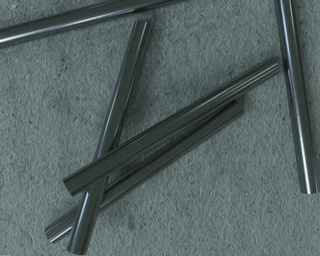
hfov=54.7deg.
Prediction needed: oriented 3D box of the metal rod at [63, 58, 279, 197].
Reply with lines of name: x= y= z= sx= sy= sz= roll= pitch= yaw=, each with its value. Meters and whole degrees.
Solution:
metal rod: x=0.022 y=-0.007 z=0.384 sx=0.301 sy=0.025 sz=0.025 roll=-31 pitch=90 yaw=-11

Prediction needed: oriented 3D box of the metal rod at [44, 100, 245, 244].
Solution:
metal rod: x=-0.019 y=0.057 z=0.409 sx=0.301 sy=0.025 sz=0.025 roll=-34 pitch=90 yaw=-1

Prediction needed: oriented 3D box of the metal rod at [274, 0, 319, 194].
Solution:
metal rod: x=0.180 y=-0.063 z=0.412 sx=0.025 sy=0.025 sz=0.298 roll=-8 pitch=90 yaw=0

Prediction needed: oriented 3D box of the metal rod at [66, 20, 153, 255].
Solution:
metal rod: x=-0.062 y=0.007 z=0.393 sx=0.025 sy=0.025 sz=0.299 roll=16 pitch=84 yaw=-1

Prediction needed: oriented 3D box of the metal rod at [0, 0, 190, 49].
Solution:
metal rod: x=-0.088 y=-0.149 z=0.408 sx=0.302 sy=0.025 sz=0.025 roll=-15 pitch=90 yaw=-1
